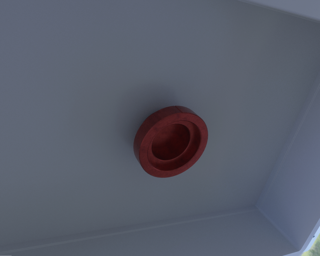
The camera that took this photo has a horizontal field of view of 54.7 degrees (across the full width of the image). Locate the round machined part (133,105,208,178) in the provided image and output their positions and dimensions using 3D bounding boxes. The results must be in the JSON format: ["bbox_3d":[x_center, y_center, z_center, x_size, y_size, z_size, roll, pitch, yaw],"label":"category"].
[{"bbox_3d":[0.011,0.014,0.409,0.099,0.042,0.097,-14,125,-21],"label":"round machined part"}]
